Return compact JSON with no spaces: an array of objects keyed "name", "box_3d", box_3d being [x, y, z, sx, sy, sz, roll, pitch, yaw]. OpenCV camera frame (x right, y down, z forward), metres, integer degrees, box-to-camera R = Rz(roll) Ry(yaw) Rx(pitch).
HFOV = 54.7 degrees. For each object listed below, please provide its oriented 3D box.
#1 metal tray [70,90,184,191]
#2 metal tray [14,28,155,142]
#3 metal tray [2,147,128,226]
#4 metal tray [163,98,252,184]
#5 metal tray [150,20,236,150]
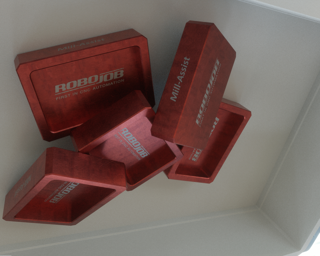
[{"name":"metal tray","box_3d":[-0.032,0.022,0.373,0.090,0.030,0.130,-33,144,2]},{"name":"metal tray","box_3d":[-0.074,-0.047,0.334,0.131,0.030,0.089,-19,126,-18]},{"name":"metal tray","box_3d":[-0.109,0.073,0.352,0.091,0.030,0.129,19,137,-36]},{"name":"metal tray","box_3d":[0.065,0.018,0.452,0.091,0.030,0.129,13,112,-34]},{"name":"metal tray","box_3d":[0.043,-0.043,0.357,0.090,0.030,0.129,18,90,-59]}]
